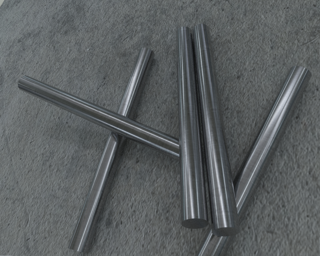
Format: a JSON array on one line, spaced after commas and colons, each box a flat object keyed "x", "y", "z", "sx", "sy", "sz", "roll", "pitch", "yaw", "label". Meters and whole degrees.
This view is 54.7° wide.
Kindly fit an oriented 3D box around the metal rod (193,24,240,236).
[{"x": 0.060, "y": -0.025, "z": 0.369, "sx": 0.025, "sy": 0.025, "sz": 0.300, "roll": -15, "pitch": 50, "yaw": 19, "label": "metal rod"}]

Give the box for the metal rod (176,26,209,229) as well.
[{"x": 0.035, "y": -0.028, "z": 0.379, "sx": 0.025, "sy": 0.025, "sz": 0.300, "roll": -15, "pitch": 48, "yaw": 19, "label": "metal rod"}]

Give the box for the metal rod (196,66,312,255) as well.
[{"x": 0.087, "y": 0.061, "z": 0.320, "sx": 0.025, "sy": 0.025, "sz": 0.300, "roll": 21, "pitch": 72, "yaw": 35, "label": "metal rod"}]

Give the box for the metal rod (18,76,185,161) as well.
[{"x": -0.080, "y": -0.016, "z": 0.417, "sx": 0.300, "sy": 0.025, "sz": 0.025, "roll": 22, "pitch": 74, "yaw": 23, "label": "metal rod"}]

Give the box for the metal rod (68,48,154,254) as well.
[{"x": -0.059, "y": 0.014, "z": 0.426, "sx": 0.025, "sy": 0.025, "sz": 0.300, "roll": 2, "pitch": 62, "yaw": 29, "label": "metal rod"}]
